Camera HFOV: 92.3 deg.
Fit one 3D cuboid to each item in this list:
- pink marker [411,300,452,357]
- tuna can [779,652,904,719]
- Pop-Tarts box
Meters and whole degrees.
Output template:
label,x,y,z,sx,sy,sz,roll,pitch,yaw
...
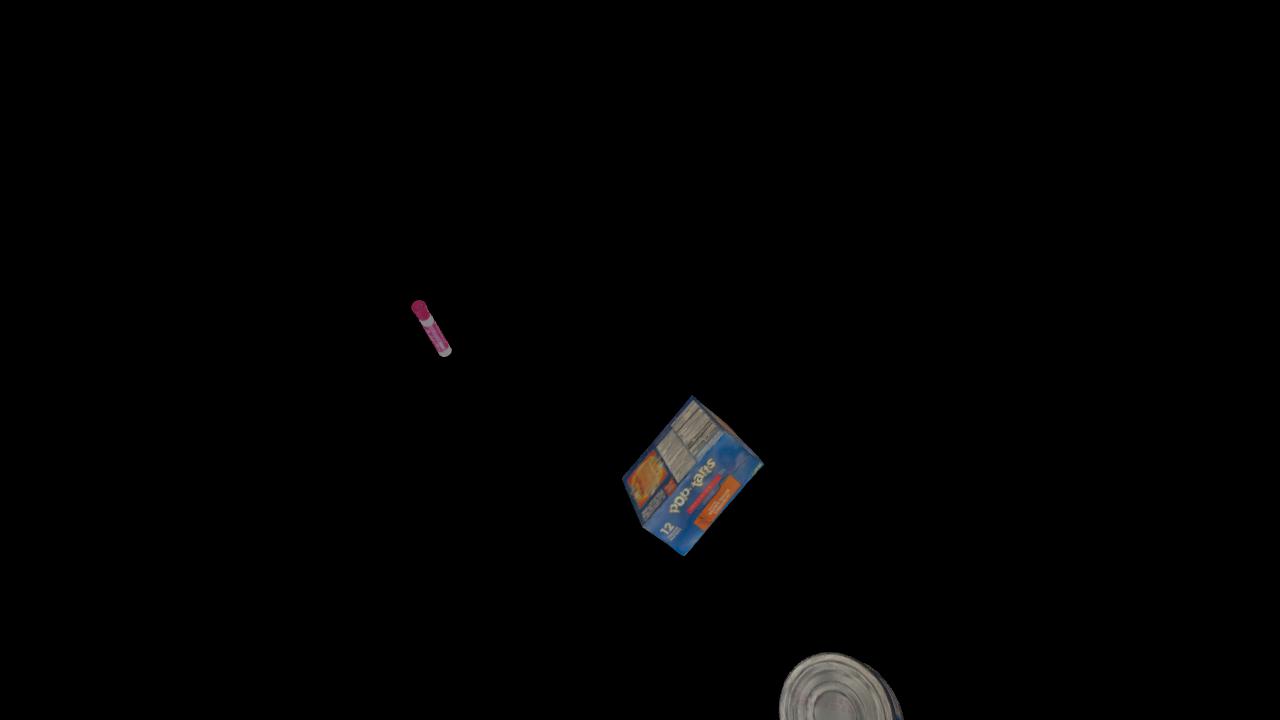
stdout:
label,x,y,z,sx,sy,sz,roll,pitch,yaw
pink marker,-0.279,-0.042,0.825,0.020,0.020,0.121,0,-29,2
tuna can,0.145,0.259,0.447,0.084,0.084,0.034,0,-30,33
Pop-Tarts box,0.068,0.157,0.861,0.083,0.167,0.141,37,5,-20
